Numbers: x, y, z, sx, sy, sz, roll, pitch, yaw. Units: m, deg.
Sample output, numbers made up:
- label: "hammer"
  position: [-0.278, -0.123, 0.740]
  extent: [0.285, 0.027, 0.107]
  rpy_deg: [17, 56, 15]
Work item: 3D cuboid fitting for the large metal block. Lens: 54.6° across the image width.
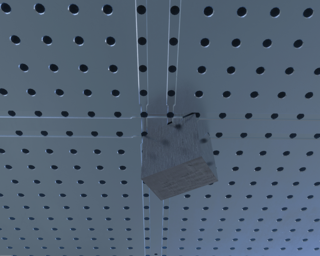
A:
- label: "large metal block"
  position: [0.024, 0.037, 0.407]
  extent: [0.080, 0.080, 0.050]
  rpy_deg: [-23, 126, 18]
